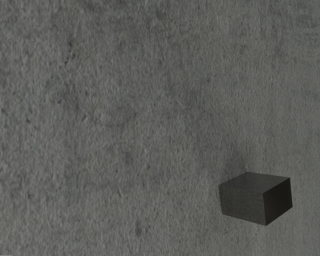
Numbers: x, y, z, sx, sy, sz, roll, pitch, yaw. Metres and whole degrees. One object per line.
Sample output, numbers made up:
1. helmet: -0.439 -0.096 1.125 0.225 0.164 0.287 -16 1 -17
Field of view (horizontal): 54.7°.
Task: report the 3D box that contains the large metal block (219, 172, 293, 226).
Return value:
1. large metal block: 0.155 0.110 0.502 0.081 0.080 0.050 -14 99 -40
